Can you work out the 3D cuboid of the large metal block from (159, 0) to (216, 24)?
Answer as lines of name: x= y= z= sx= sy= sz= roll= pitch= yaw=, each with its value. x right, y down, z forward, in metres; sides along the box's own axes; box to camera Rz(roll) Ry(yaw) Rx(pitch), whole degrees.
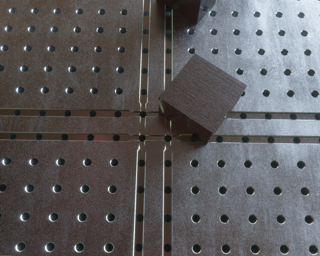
large metal block: x=0.042 y=-0.217 z=0.462 sx=0.080 sy=0.080 sz=0.050 roll=36 pitch=74 yaw=12

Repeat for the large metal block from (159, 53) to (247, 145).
large metal block: x=0.055 y=-0.038 z=0.413 sx=0.080 sy=0.050 sz=0.080 roll=35 pitch=73 yaw=11
